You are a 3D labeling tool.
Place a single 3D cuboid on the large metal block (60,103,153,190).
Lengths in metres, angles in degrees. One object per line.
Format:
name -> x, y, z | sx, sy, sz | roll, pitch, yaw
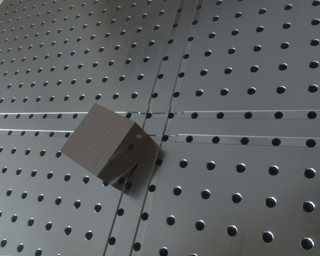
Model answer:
large metal block -> -0.071, 0.023, 0.414 | 0.080, 0.050, 0.080 | 25, 75, 36
